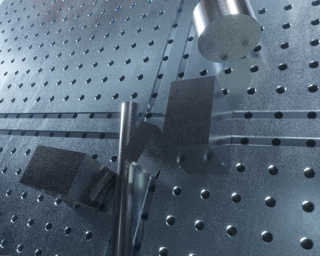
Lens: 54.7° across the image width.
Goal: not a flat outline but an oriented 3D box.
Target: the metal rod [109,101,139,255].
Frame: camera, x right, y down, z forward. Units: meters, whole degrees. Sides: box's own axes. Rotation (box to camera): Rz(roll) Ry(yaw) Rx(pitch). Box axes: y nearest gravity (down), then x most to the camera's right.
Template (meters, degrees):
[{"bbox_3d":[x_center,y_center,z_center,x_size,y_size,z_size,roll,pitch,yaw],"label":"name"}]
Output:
[{"bbox_3d":[-0.043,0.097,0.370,0.025,0.025,0.299,-13,56,21],"label":"metal rod"}]

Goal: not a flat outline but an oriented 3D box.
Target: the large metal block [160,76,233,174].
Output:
[{"bbox_3d":[0.046,0.000,0.348,0.050,0.080,0.080,-4,60,26],"label":"large metal block"}]

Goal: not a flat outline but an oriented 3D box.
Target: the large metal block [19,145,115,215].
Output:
[{"bbox_3d":[-0.109,0.065,0.388,0.080,0.080,0.050,6,65,30],"label":"large metal block"}]

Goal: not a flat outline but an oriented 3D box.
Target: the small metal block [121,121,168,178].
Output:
[{"bbox_3d":[-0.014,0.027,0.382,0.025,0.050,0.050,19,72,35],"label":"small metal block"}]

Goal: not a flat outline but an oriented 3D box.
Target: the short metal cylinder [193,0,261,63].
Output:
[{"bbox_3d":[0.086,-0.132,0.408,0.080,0.080,0.050,-18,55,18],"label":"short metal cylinder"}]
